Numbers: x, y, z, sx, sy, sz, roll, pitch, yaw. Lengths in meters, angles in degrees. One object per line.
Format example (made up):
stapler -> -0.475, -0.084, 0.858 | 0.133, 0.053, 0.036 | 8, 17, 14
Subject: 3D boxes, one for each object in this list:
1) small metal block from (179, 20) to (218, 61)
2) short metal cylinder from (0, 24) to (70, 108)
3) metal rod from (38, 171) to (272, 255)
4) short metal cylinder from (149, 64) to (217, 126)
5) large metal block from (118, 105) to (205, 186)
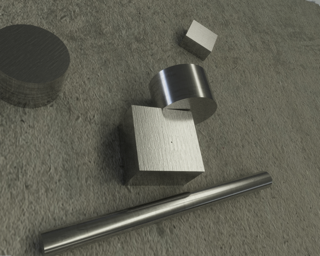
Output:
small metal block -> 0.066, -0.150, 0.531 | 0.050, 0.025, 0.050 | 31, 52, -9
short metal cylinder -> -0.148, -0.069, 0.350 | 0.081, 0.050, 0.080 | 14, 56, -21
metal rod -> 0.021, 0.090, 0.359 | 0.303, 0.025, 0.025 | -7, 66, -31
short metal cylinder -> 0.029, -0.040, 0.408 | 0.081, 0.080, 0.050 | 2, 61, -28
large metal block -> -0.001, 0.023, 0.373 | 0.081, 0.050, 0.080 | 5, 60, -26
